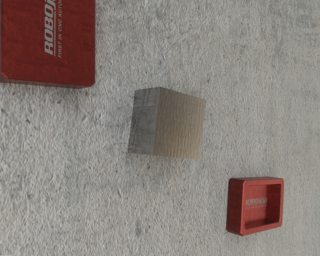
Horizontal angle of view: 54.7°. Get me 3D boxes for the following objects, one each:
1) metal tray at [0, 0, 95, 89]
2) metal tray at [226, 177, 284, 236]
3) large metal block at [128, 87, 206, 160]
[{"bbox_3d":[-0.112,-0.108,0.308,0.091,0.030,0.129,0,90,-40],"label":"metal tray"},{"bbox_3d":[0.172,0.134,0.549,0.131,0.030,0.089,6,86,-40],"label":"metal tray"},{"bbox_3d":[0.010,-0.003,0.399,0.081,0.050,0.080,10,84,-40],"label":"large metal block"}]
